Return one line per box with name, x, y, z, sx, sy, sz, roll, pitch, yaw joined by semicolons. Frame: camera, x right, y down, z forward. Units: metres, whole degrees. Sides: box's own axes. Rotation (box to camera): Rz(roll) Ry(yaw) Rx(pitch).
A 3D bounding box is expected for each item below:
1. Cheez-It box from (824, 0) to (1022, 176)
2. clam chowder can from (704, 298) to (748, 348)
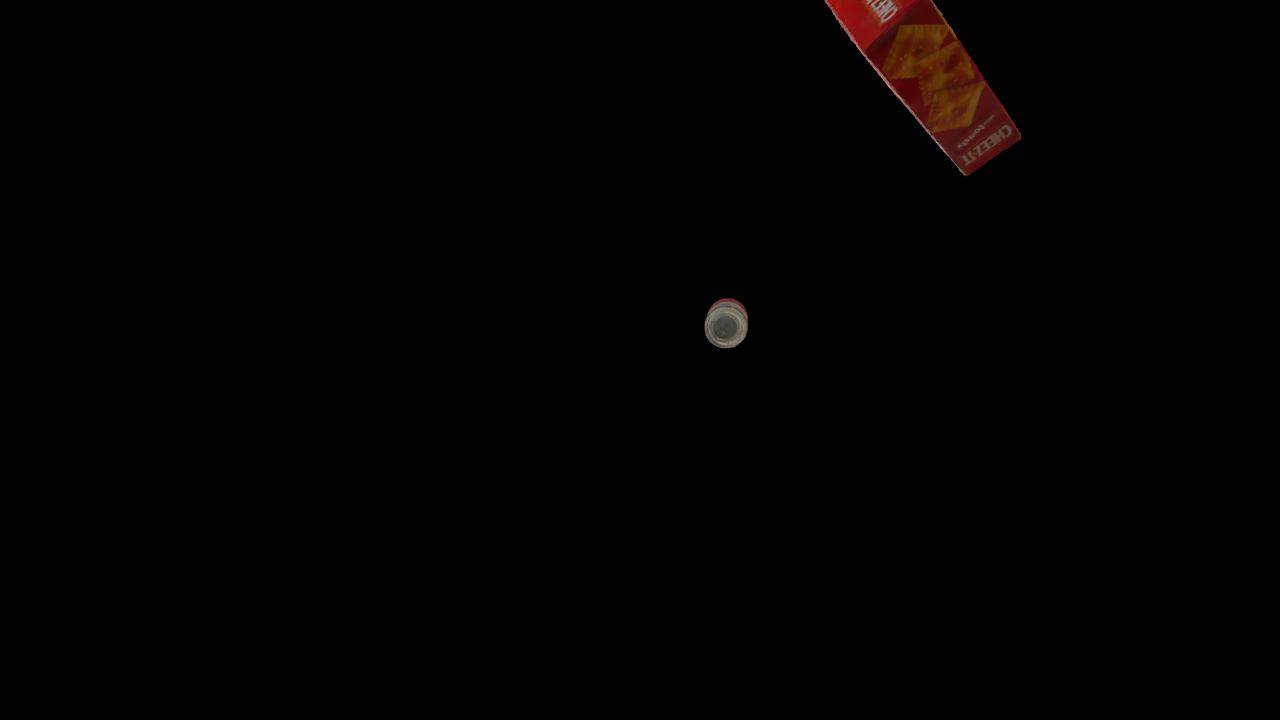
Cheez-It box;0.284;-0.312;0.634;0.223;0.166;0.071;24;-48;-37
clam chowder can;0.138;-0.059;0.975;0.068;0.068;0.102;0;12;9
